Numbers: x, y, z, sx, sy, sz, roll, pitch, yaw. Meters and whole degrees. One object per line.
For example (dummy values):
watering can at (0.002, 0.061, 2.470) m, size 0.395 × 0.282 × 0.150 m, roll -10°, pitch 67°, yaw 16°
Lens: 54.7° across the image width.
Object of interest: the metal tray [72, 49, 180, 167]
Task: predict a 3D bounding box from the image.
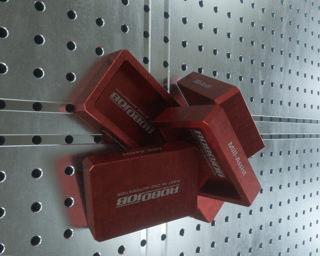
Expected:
metal tray at (-0.030, -0.020, 0.382) m, size 0.130 × 0.030 × 0.090 m, roll 43°, pitch 64°, yaw -32°

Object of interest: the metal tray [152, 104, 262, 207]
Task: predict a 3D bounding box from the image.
metal tray at (0.057, 0.034, 0.377) m, size 0.030 × 0.090 × 0.130 m, roll -46°, pitch 118°, yaw -30°

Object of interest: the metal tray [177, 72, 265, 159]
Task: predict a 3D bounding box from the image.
metal tray at (0.075, -0.021, 0.406) m, size 0.030 × 0.130 × 0.090 m, roll -33°, pitch 114°, yaw -5°

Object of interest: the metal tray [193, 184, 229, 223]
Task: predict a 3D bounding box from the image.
metal tray at (0.079, 0.065, 0.473) m, size 0.130 × 0.030 × 0.090 m, roll -49°, pitch 119°, yaw -29°

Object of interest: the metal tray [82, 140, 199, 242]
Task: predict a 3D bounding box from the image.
metal tray at (-0.018, 0.070, 0.361) m, size 0.131 × 0.030 × 0.089 m, roll -8°, pitch 106°, yaw -25°
